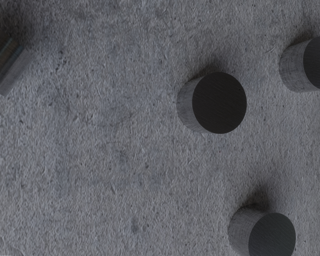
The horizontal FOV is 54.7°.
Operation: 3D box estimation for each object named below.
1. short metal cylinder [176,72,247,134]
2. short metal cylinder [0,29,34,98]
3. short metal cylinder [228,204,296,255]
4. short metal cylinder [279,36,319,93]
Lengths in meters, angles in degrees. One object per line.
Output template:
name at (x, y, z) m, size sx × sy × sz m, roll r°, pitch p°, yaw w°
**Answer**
short metal cylinder at (0.069, -0.032, 0.421) m, size 0.081 × 0.050 × 0.080 m, roll 0°, pitch 90°, yaw -20°
short metal cylinder at (-0.179, -0.074, 0.313) m, size 0.080 × 0.080 × 0.050 m, roll 34°, pitch 79°, yaw -17°
short metal cylinder at (0.147, 0.157, 0.450) m, size 0.081 × 0.050 × 0.080 m, roll 0°, pitch 90°, yaw -20°
short metal cylinder at (0.235, -0.097, 0.482) m, size 0.081 × 0.050 × 0.080 m, roll 0°, pitch 90°, yaw -20°
